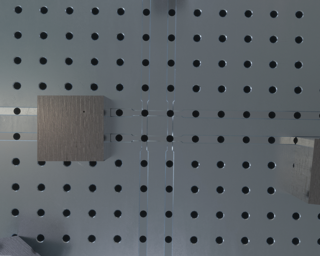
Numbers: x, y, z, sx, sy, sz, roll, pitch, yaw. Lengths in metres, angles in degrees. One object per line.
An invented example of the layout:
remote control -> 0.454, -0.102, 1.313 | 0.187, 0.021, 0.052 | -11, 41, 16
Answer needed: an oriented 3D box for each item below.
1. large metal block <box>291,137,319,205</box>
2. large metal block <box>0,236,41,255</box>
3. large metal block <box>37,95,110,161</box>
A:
large metal block -> 0.224, 0.056, 0.402 | 0.080, 0.050, 0.080 | 6, 90, 0
large metal block -> -0.190, 0.177, 0.371 | 0.080, 0.080, 0.050 | 24, 90, 28
large metal block -> -0.108, 0.000, 0.400 | 0.080, 0.050, 0.080 | 0, 90, 0
